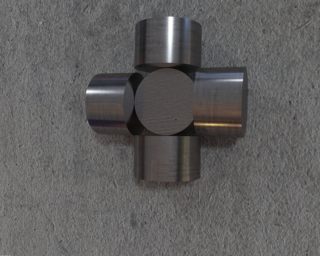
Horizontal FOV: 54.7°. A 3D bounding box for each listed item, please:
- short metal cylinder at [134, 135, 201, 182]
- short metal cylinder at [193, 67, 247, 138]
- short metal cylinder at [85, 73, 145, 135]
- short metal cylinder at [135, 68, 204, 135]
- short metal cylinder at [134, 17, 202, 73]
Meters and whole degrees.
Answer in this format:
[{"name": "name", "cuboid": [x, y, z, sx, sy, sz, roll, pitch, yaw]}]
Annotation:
[{"name": "short metal cylinder", "cuboid": [0.009, 0.034, 0.377, 0.080, 0.080, 0.050, 1, 90, 19]}, {"name": "short metal cylinder", "cuboid": [0.072, -0.029, 0.355, 0.050, 0.080, 0.079, 2, 91, 20]}, {"name": "short metal cylinder", "cuboid": [-0.052, -0.031, 0.399, 0.050, 0.080, 0.079, 2, 91, 20]}, {"name": "short metal cylinder", "cuboid": [0.015, -0.031, 0.391, 0.080, 0.050, 0.079, 0, 90, 19]}, {"name": "short metal cylinder", "cuboid": [0.010, -0.097, 0.376, 0.080, 0.080, 0.050, 2, 91, 19]}]
